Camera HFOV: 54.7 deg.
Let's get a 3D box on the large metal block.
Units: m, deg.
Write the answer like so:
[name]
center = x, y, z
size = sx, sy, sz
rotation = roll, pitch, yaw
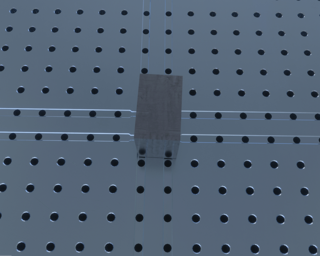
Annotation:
[large metal block]
center = -0.001, -0.012, 0.386
size = 0.050, 0.080, 0.080
rotation = 3, 70, 1
